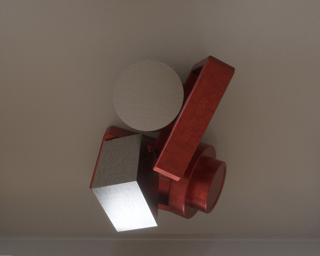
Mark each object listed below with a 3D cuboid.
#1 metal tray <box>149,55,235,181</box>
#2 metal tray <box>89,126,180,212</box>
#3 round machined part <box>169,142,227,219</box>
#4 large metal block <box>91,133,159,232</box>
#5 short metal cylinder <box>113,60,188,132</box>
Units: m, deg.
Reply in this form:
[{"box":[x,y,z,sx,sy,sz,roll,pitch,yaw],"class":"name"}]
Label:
[{"box":[0.031,-0.013,0.354,0.030,0.090,0.129,26,92,-6],"class":"metal tray"},{"box":[-0.021,0.059,0.427,0.131,0.030,0.089,16,109,-6],"class":"metal tray"},{"box":[0.053,0.069,0.393,0.042,0.099,0.097,17,112,26],"class":"round machined part"},{"box":[-0.037,0.066,0.380,0.050,0.080,0.080,-12,126,10],"class":"large metal block"},{"box":[-0.009,-0.035,0.367,0.080,0.050,0.080,-1,87,11],"class":"short metal cylinder"}]
